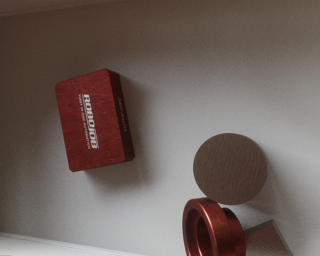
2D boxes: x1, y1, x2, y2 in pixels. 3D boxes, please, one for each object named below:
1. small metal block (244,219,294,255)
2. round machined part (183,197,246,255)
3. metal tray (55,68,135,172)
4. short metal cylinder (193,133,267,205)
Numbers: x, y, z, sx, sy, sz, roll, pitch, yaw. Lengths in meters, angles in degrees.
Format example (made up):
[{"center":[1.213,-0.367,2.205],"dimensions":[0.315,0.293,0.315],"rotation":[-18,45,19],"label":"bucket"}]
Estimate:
[{"center":[0.123,0.144,0.367],"dimensions":[0.050,0.025,0.050],"rotation":[-30,81,17],"label":"small metal block"},{"center":[0.063,0.130,0.359],"dimensions":[0.042,0.098,0.097],"rotation":[-4,89,-17],"label":"round machined part"},{"center":[-0.093,-0.009,0.439],"dimensions":[0.090,0.030,0.129],"rotation":[-13,86,19],"label":"metal tray"},{"center":[0.084,0.046,0.366],"dimensions":[0.080,0.050,0.080],"rotation":[-1,88,18],"label":"short metal cylinder"}]
